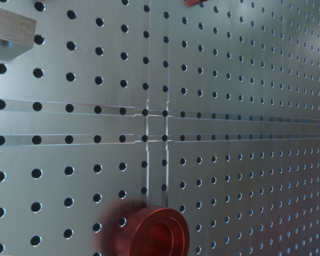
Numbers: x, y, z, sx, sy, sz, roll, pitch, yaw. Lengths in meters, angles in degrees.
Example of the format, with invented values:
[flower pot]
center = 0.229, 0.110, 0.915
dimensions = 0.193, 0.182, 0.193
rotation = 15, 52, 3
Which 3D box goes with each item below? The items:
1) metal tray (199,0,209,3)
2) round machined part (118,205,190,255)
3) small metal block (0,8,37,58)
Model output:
[metal tray]
center = 0.092, -0.267, 0.485
dimensions = 0.131, 0.030, 0.090
rotation = -45, 117, -31
[round machined part]
center = -0.012, 0.146, 0.391
dimensions = 0.099, 0.042, 0.097
rotation = 0, 90, -40
[small metal block]
center = -0.144, -0.085, 0.273
dimensions = 0.050, 0.050, 0.025
rotation = 9, 84, -40
